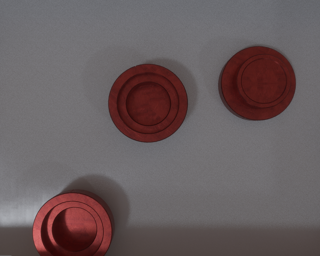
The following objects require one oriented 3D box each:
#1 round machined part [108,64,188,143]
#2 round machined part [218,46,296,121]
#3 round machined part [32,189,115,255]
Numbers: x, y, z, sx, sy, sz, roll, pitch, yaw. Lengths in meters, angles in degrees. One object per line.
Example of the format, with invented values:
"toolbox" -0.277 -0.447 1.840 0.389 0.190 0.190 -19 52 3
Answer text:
"round machined part" -0.015 -0.031 0.403 0.099 0.042 0.097 0 90 0
"round machined part" 0.129 -0.058 0.404 0.099 0.042 0.097 0 90 0
"round machined part" -0.108 0.128 0.402 0.099 0.042 0.097 0 89 0
